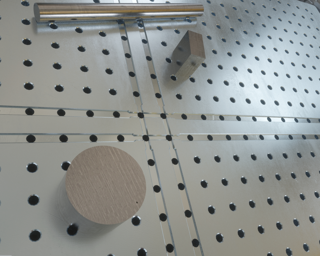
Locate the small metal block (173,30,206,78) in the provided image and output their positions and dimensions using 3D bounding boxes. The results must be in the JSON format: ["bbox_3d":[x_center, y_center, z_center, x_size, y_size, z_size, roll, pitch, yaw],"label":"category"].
[{"bbox_3d":[0.045,-0.116,0.489,0.025,0.050,0.050,11,57,-23],"label":"small metal block"}]

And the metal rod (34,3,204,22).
[{"bbox_3d":[-0.045,-0.189,0.500,0.303,0.025,0.025,-16,70,-35],"label":"metal rod"}]

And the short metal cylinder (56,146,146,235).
[{"bbox_3d":[-0.061,0.065,0.321,0.081,0.050,0.080,14,56,-21],"label":"short metal cylinder"}]
